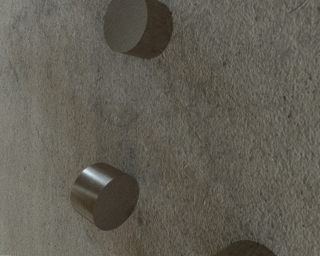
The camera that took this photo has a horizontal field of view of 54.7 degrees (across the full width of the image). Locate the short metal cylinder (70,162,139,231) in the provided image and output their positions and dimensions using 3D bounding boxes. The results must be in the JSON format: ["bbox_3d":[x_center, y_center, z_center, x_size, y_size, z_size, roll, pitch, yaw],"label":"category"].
[{"bbox_3d":[-0.075,0.094,0.432,0.050,0.081,0.079,20,103,38],"label":"short metal cylinder"}]

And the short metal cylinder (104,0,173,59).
[{"bbox_3d":[-0.030,-0.136,0.413,0.080,0.050,0.080,0,90,40],"label":"short metal cylinder"}]

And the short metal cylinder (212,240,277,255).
[{"bbox_3d":[0.085,0.163,0.318,0.080,0.050,0.080,0,90,40],"label":"short metal cylinder"}]
